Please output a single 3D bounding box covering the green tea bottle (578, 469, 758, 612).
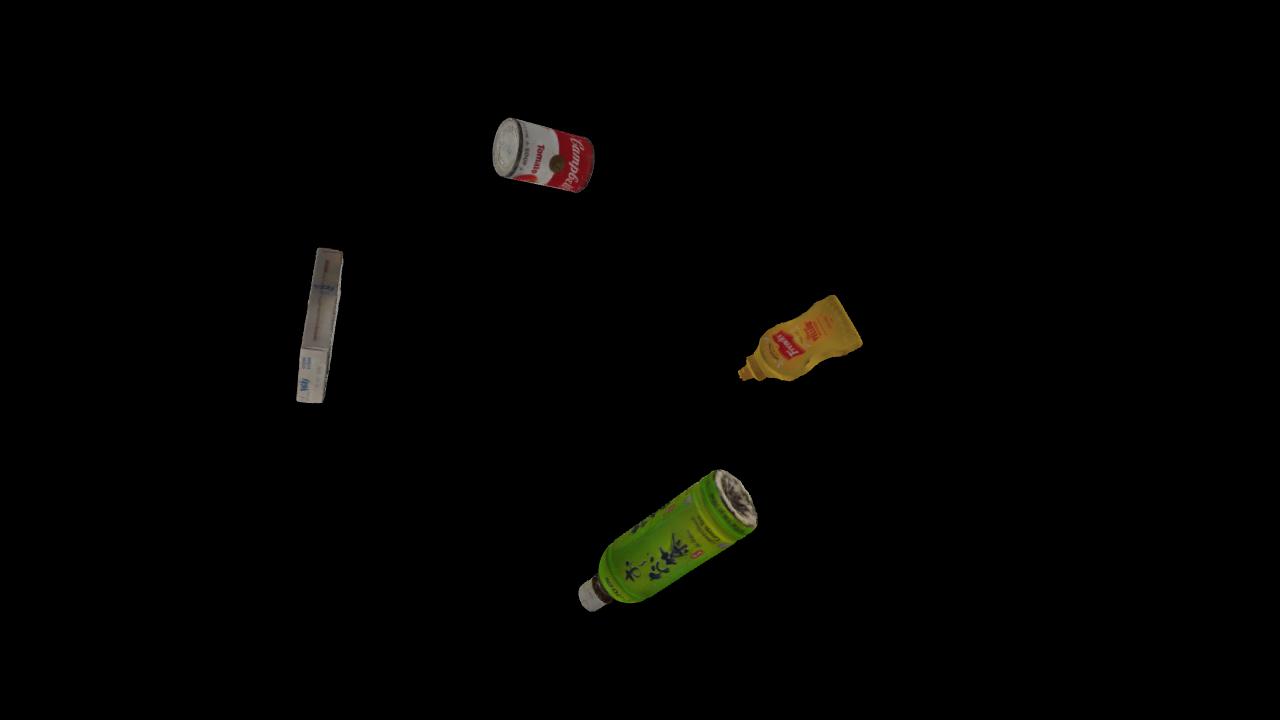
[{"bbox_3d":[0.020,0.196,0.630,0.212,0.073,0.073,-42,-17,20],"label":"green tea bottle"}]

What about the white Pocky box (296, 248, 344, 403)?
[{"bbox_3d":[-0.334,-0.039,0.645,0.028,0.154,0.084,7,-46,-25],"label":"white Pocky box"}]

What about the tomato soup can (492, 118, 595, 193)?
[{"bbox_3d":[-0.113,-0.240,0.724,0.101,0.068,0.068,1,-1,-39],"label":"tomato soup can"}]

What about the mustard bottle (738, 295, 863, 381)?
[{"bbox_3d":[0.232,-0.017,0.931,0.184,0.092,0.054,-29,-25,16],"label":"mustard bottle"}]
